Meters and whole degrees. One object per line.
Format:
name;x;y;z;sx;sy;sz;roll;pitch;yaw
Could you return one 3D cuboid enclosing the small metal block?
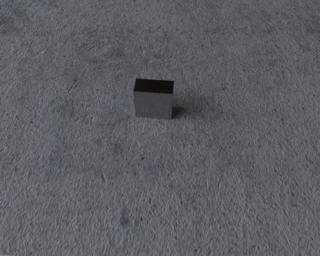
small metal block;-0.008;-0.039;0.420;0.050;0.050;0.025;4;50;3
